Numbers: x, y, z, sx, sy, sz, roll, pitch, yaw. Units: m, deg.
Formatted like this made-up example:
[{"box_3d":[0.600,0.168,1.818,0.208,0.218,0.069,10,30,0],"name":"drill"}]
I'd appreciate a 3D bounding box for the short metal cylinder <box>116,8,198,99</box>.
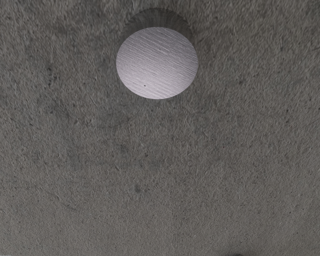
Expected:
[{"box_3d":[-0.003,-0.077,0.325,0.081,0.050,0.079,0,130,0],"name":"short metal cylinder"}]
